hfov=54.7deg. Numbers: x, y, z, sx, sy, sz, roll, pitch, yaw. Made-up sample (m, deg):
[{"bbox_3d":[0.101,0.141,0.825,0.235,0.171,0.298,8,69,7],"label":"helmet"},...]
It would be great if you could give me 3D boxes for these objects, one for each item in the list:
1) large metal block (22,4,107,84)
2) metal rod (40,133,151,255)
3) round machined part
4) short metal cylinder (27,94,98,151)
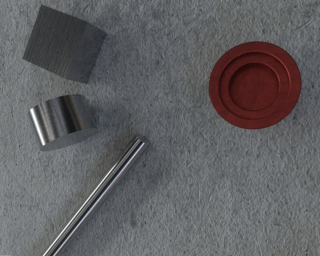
[{"bbox_3d":[-0.135,-0.118,0.442,0.080,0.050,0.080,25,98,18],"label":"large metal block"},{"bbox_3d":[-0.114,0.129,0.447,0.025,0.025,0.299,42,103,15],"label":"metal rod"},{"bbox_3d":[0.109,-0.047,0.361,0.098,0.042,0.097,0,90,19],"label":"round machined part"},{"bbox_3d":[-0.132,-0.006,0.425,0.080,0.080,0.050,-25,82,18],"label":"short metal cylinder"}]
